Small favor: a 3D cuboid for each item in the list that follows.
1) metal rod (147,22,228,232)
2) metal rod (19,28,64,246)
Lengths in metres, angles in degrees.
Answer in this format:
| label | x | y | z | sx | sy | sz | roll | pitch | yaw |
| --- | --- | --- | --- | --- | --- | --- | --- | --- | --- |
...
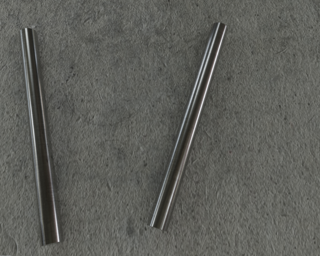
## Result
| label | x | y | z | sx | sy | sz | roll | pitch | yaw |
| --- | --- | --- | --- | --- | --- | --- | --- | --- | --- |
| metal rod | 0.043 | -0.015 | 0.413 | 0.025 | 0.025 | 0.299 | 17 | 71 | 6 |
| metal rod | -0.159 | -0.003 | 0.407 | 0.025 | 0.025 | 0.299 | -13 | 71 | -5 |
